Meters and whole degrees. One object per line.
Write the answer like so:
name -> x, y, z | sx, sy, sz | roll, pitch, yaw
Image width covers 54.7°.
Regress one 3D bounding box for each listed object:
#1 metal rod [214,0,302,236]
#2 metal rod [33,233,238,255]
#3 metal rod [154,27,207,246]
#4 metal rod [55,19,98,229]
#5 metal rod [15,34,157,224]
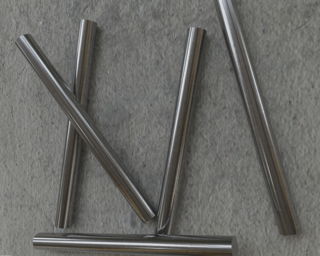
metal rod -> 0.113, -0.025, 0.368 | 0.025, 0.025, 0.298 | -16, 85, 19
metal rod -> -0.051, 0.152, 0.405 | 0.300, 0.025, 0.025 | -9, 87, 27
metal rod -> 0.023, 0.023, 0.400 | 0.025, 0.025, 0.298 | 10, 93, 19
metal rod -> -0.122, -0.004, 0.450 | 0.025, 0.025, 0.298 | 9, 93, 19
metal rod -> -0.101, -0.001, 0.421 | 0.025, 0.025, 0.299 | -37, 87, 16
